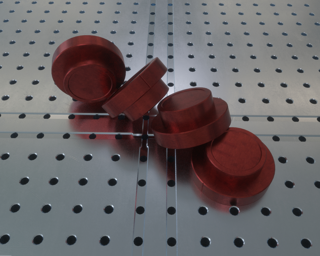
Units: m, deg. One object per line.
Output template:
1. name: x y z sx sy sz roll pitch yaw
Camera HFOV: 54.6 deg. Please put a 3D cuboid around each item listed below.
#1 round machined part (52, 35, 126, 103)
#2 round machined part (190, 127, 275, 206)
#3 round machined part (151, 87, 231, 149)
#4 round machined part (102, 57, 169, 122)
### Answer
1. round machined part: -0.095 -0.072 0.421 0.099 0.098 0.042 -8 51 -7
2. round machined part: 0.086 0.038 0.366 0.099 0.042 0.098 0 50 0
3. round machined part: 0.035 -0.018 0.385 0.098 0.042 0.098 -16 24 7
4. round machined part: -0.027 -0.046 0.412 0.042 0.098 0.098 48 56 -13
